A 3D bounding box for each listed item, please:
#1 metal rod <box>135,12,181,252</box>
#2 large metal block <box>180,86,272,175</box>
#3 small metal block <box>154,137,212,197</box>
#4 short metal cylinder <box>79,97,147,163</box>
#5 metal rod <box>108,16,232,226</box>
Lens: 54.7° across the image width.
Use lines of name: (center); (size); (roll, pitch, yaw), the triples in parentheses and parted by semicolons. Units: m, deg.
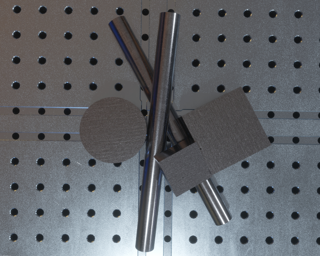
metal rod: (-0.004, 0.011, 0.390); (0.025, 0.025, 0.298); (6, 98, 0)
large metal block: (0.080, 0.003, 0.397); (0.080, 0.050, 0.080); (-27, 90, 0)
small metal block: (0.028, 0.047, 0.378); (0.050, 0.025, 0.050); (-28, 105, -8)
short metal cylinder: (-0.057, 0.002, 0.397); (0.081, 0.050, 0.079); (0, 90, -1)
metal rod: (0.014, -0.009, 0.410); (0.025, 0.025, 0.299); (-28, 91, 0)
